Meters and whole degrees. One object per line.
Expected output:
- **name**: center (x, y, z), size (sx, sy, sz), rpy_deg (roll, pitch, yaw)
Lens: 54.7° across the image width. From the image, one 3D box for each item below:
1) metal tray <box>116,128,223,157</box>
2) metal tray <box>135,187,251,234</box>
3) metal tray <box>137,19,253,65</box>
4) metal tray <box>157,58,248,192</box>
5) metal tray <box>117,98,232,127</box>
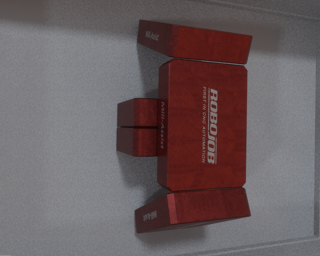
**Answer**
- **metal tray**: center (0.020, 0.015, 0.382), size (0.131, 0.090, 0.030), rpy_deg (1, 90, -20)
- **metal tray**: center (0.031, 0.099, 0.363), size (0.091, 0.129, 0.030), rpy_deg (1, 68, -21)
- **metal tray**: center (0.033, -0.104, 0.364), size (0.091, 0.130, 0.030), rpy_deg (1, 110, -20)
- **metal tray**: center (0.045, -0.002, 0.327), size (0.091, 0.030, 0.129), rpy_deg (1, 90, -21)
- **metal tray**: center (0.021, -0.016, 0.382), size (0.131, 0.090, 0.030), rpy_deg (1, 90, -20)
